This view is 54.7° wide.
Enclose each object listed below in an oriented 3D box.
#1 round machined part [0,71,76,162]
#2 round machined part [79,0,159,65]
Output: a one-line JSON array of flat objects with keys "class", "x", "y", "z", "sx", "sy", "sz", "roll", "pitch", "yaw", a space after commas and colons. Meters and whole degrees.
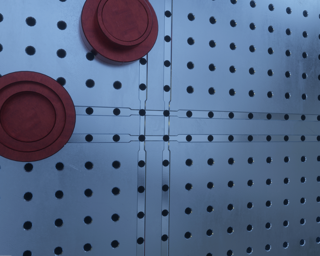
[{"class": "round machined part", "x": -0.148, "y": -0.012, "z": 0.349, "sx": 0.099, "sy": 0.042, "sz": 0.097, "roll": 0, "pitch": 90, "yaw": -21}, {"class": "round machined part", "x": -0.048, "y": -0.131, "z": 0.386, "sx": 0.099, "sy": 0.042, "sz": 0.097, "roll": 0, "pitch": 90, "yaw": -21}]
